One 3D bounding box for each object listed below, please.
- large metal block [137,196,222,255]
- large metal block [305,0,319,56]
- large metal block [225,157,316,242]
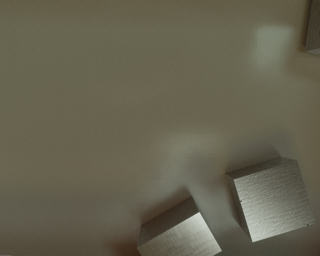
[{"bbox_3d":[0.022,0.135,0.384,0.080,0.080,0.050,-30,90,0],"label":"large metal block"},{"bbox_3d":[0.233,-0.135,0.380,0.050,0.080,0.080,8,90,-18],"label":"large metal block"},{"bbox_3d":[0.139,0.089,0.400,0.080,0.050,0.080,-17,90,0],"label":"large metal block"}]
